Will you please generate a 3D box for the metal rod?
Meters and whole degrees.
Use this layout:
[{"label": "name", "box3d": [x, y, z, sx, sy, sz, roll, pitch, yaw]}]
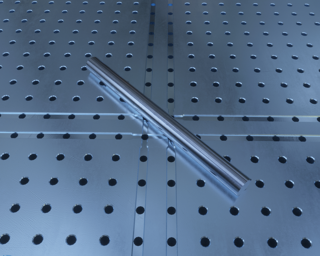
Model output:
[{"label": "metal rod", "box3d": [-0.006, -0.017, 0.423, 0.025, 0.025, 0.300, -35, 58, -26]}]
